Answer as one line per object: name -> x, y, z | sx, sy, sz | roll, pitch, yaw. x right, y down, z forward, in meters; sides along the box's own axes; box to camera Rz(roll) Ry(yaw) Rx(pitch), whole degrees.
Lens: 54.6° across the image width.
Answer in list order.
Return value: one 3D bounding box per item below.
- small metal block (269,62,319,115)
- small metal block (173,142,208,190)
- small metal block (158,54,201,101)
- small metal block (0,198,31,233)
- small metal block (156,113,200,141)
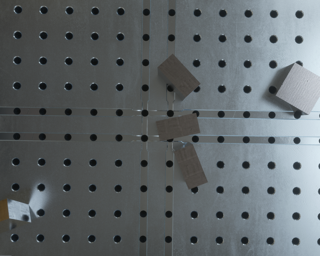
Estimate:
small metal block -> 0.184, -0.051, 0.414 | 0.050, 0.025, 0.050 | 30, 90, 0
small metal block -> 0.038, 0.047, 0.401 | 0.025, 0.050, 0.050 | -22, 90, 0
small metal block -> 0.023, -0.064, 0.401 | 0.025, 0.050, 0.050 | -43, 90, 0
small metal block -> -0.203, 0.115, 0.397 | 0.050, 0.050, 0.025 | -20, 66, 0
small metal block -> 0.022, -0.001, 0.401 | 0.050, 0.050, 0.025 | -12, 90, 0
